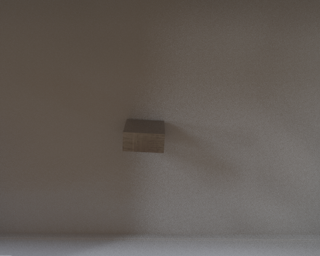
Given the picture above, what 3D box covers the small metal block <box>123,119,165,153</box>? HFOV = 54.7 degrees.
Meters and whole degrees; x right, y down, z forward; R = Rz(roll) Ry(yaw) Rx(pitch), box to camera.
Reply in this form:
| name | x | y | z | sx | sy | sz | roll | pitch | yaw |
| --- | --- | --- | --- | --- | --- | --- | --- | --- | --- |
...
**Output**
| name | x | y | z | sx | sy | sz | roll | pitch | yaw |
| --- | --- | --- | --- | --- | --- | --- | --- | --- | --- |
| small metal block | -0.020 | 0.009 | 0.397 | 0.050 | 0.050 | 0.025 | 3 | 110 | -2 |
